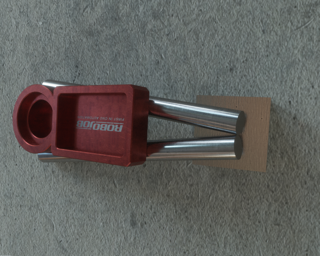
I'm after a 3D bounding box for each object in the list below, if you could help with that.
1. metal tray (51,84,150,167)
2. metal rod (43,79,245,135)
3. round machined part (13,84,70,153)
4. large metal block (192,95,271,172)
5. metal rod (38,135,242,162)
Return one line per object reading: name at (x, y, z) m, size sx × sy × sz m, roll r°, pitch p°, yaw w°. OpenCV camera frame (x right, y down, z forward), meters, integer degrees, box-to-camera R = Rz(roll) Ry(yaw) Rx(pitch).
metal tray at (-0.077, -0.006, 0.378) m, size 0.130 × 0.030 × 0.089 m, roll 4°, pitch 91°, yaw 32°
metal rod at (-0.044, -0.033, 0.390) m, size 0.300 × 0.025 × 0.025 m, roll 13°, pitch 94°, yaw 32°
round machined part at (-0.165, -0.013, 0.452) m, size 0.098 × 0.042 × 0.097 m, roll 0°, pitch 89°, yaw 30°
large metal block at (0.086, 0.005, 0.365) m, size 0.080 × 0.050 × 0.079 m, roll 4°, pitch 91°, yaw 19°
metal rod at (-0.048, 0.030, 0.392) m, size 0.300 × 0.025 × 0.025 m, roll -5°, pitch 89°, yaw 32°
